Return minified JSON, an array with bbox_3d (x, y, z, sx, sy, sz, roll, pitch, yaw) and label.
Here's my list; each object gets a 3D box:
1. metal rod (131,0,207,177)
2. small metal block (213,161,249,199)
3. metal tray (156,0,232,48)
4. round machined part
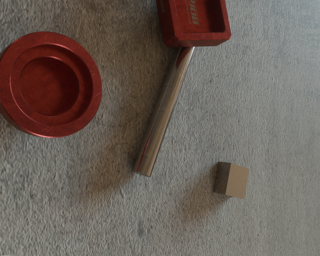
[{"bbox_3d":[0.024,-0.079,0.424,0.025,0.025,0.299,31,71,-36],"label":"metal rod"},{"bbox_3d":[0.116,0.085,0.502,0.050,0.025,0.050,20,77,-38],"label":"small metal block"},{"bbox_3d":[0.040,-0.176,0.411,0.091,0.030,0.129,-9,89,-27],"label":"metal tray"},{"bbox_3d":[-0.110,-0.040,0.301,0.099,0.042,0.097,0,90,-40],"label":"round machined part"}]
